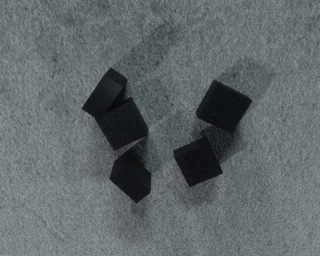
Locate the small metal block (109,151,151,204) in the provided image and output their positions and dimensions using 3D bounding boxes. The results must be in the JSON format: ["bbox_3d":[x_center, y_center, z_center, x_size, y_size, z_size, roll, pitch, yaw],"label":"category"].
[{"bbox_3d":[-0.038,0.066,0.420,0.025,0.050,0.050,-41,106,13],"label":"small metal block"}]

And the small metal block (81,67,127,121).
[{"bbox_3d":[-0.067,-0.043,0.380,0.025,0.050,0.050,34,106,-12],"label":"small metal block"}]

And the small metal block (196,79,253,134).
[{"bbox_3d":[0.082,-0.028,0.401,0.050,0.025,0.050,25,108,-9],"label":"small metal block"}]

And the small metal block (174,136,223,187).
[{"bbox_3d":[0.053,0.047,0.428,0.050,0.025,0.050,-24,109,8],"label":"small metal block"}]

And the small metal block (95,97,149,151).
[{"bbox_3d":[-0.049,-0.006,0.407,0.050,0.025,0.050,-25,109,8],"label":"small metal block"}]
